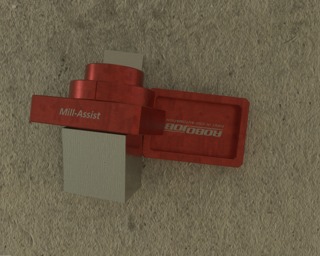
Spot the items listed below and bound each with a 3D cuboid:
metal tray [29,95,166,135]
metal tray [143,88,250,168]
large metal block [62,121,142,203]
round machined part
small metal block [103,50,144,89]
[{"bbox_3d":[-0.069,-0.014,0.361,0.130,0.090,0.030,7,91,18],"label":"metal tray"},{"bbox_3d":[0.045,0.000,0.409,0.131,0.030,0.089,6,90,-1],"label":"metal tray"},{"bbox_3d":[-0.069,0.038,0.379,0.080,0.050,0.079,6,103,17],"label":"large metal block"},{"bbox_3d":[-0.054,-0.048,0.363,0.099,0.098,0.042,6,90,-1],"label":"round machined part"},{"bbox_3d":[-0.049,-0.074,0.411,0.050,0.025,0.050,7,90,-1],"label":"small metal block"}]
